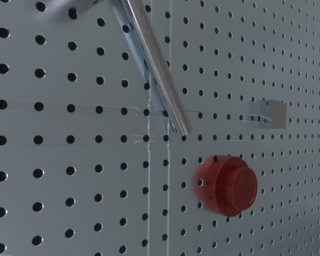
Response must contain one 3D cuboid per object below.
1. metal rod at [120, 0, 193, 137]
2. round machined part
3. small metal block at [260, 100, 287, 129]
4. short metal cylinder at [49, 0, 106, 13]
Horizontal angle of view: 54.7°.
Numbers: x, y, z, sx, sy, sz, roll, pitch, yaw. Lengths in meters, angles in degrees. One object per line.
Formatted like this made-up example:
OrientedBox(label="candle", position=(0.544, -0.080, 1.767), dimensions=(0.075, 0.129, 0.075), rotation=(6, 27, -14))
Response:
OrientedBox(label="metal rod", position=(-0.021, -0.124, 0.391), dimensions=(0.025, 0.025, 0.299), rotation=(-36, 113, -34))
OrientedBox(label="round machined part", position=(0.121, 0.095, 0.500), dimensions=(0.099, 0.042, 0.097), rotation=(0, 90, -40))
OrientedBox(label="small metal block", position=(0.217, -0.025, 0.592), dimensions=(0.050, 0.025, 0.050), rotation=(7, 86, -40))
OrientedBox(label="short metal cylinder", position=(-0.084, -0.168, 0.322), dimensions=(0.081, 0.050, 0.079), rotation=(0, 90, -40))
